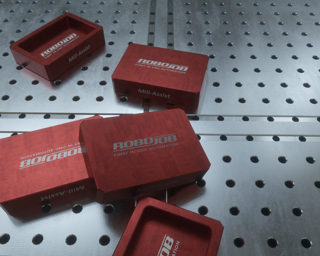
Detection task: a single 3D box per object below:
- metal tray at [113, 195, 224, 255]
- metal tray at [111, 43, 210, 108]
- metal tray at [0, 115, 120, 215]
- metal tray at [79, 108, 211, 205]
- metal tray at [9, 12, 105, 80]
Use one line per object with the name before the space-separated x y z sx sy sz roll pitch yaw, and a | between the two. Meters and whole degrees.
metal tray | -0.001 0.137 0.289 0.090 0.030 0.130 16 52 13
metal tray | 0.003 -0.083 0.475 0.130 0.030 0.090 12 51 9
metal tray | -0.122 0.040 0.371 0.131 0.030 0.090 -15 52 -12
metal tray | -0.018 0.027 0.357 0.131 0.030 0.090 -9 57 -24
metal tray | -0.168 -0.142 0.522 0.090 0.030 0.131 28 55 21
